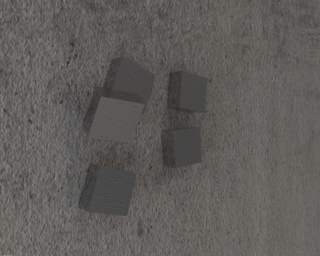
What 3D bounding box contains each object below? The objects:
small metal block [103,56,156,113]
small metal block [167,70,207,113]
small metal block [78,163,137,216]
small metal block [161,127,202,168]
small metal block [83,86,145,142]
[{"bbox_3d":[-0.038,-0.050,0.372,0.050,0.025,0.050,26,74,-37],"label":"small metal block"},{"bbox_3d":[0.039,-0.050,0.437,0.050,0.025,0.050,8,85,-40],"label":"small metal block"},{"bbox_3d":[-0.059,0.071,0.355,0.050,0.025,0.050,20,78,-38],"label":"small metal block"},{"bbox_3d":[0.030,0.026,0.430,0.050,0.025,0.050,-6,94,-40],"label":"small metal block"},{"bbox_3d":[-0.051,-0.014,0.342,0.050,0.025,0.050,8,117,-31],"label":"small metal block"}]
